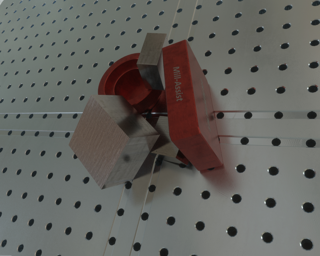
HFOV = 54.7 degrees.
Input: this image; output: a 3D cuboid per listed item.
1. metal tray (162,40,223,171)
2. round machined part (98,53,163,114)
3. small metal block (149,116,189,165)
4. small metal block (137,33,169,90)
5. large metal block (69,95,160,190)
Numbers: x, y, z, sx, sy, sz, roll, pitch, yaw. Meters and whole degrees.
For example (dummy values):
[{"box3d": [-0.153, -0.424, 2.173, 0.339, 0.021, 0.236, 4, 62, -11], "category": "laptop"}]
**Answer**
[{"box3d": [0.038, -0.027, 0.362, 0.030, 0.090, 0.130, -16, 55, 19], "category": "metal tray"}, {"box3d": [-0.037, -0.058, 0.450, 0.098, 0.042, 0.098, -13, 56, 20], "category": "round machined part"}, {"box3d": [0.016, 0.015, 0.383, 0.050, 0.025, 0.050, 8, 69, 43], "category": "small metal block"}, {"box3d": [-0.005, -0.083, 0.392, 0.025, 0.050, 0.050, 7, 63, 16], "category": "small metal block"}, {"box3d": [-0.059, 0.015, 0.383, 0.080, 0.050, 0.079, 46, 120, 28], "category": "large metal block"}]
